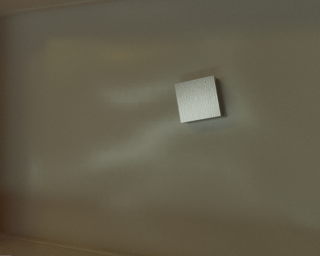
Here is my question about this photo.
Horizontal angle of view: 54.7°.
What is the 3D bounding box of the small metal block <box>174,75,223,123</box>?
[{"bbox_3d":[0.050,-0.035,0.392,0.050,0.025,0.050,-10,87,19],"label":"small metal block"}]
